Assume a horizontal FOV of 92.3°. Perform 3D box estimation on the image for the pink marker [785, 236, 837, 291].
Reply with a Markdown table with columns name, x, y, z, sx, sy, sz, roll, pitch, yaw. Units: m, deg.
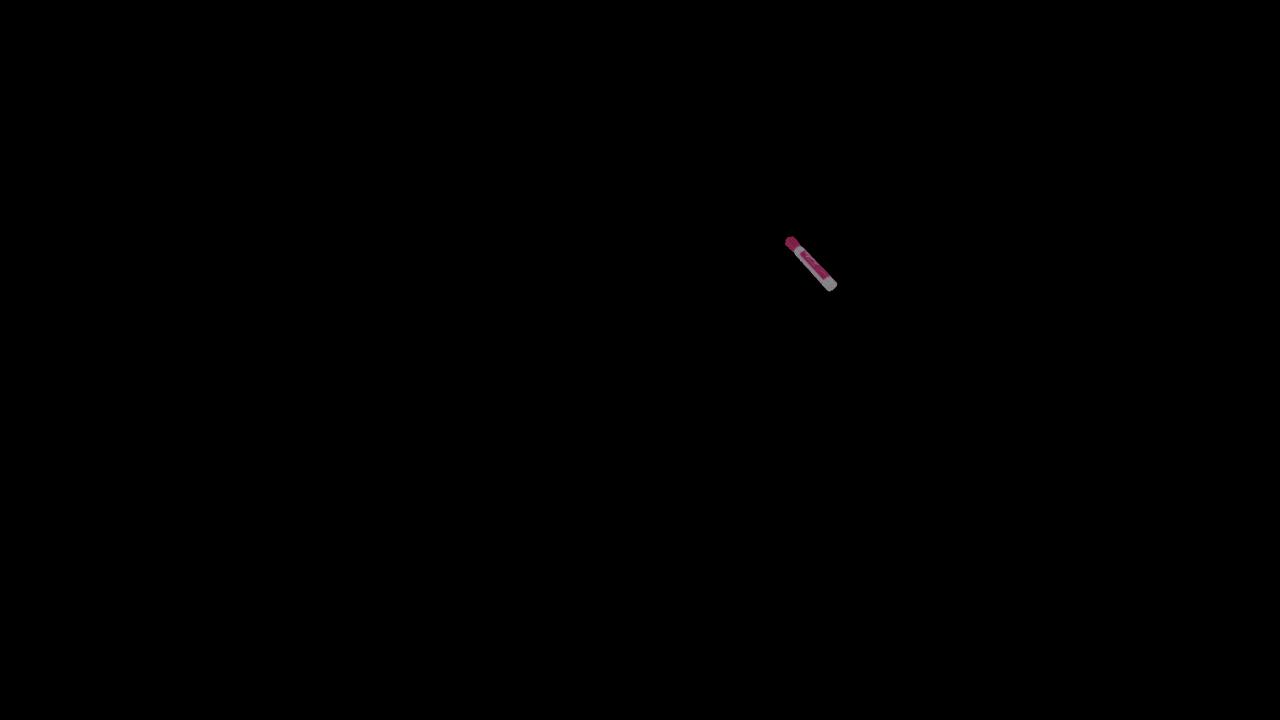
| name | x | y | z | sx | sy | sz | roll | pitch | yaw |
| --- | --- | --- | --- | --- | --- | --- | --- | --- | --- |
| pink marker | 0.271 | -0.157 | 0.985 | 0.020 | 0.121 | 0.020 | -22 | -32 | -15 |
